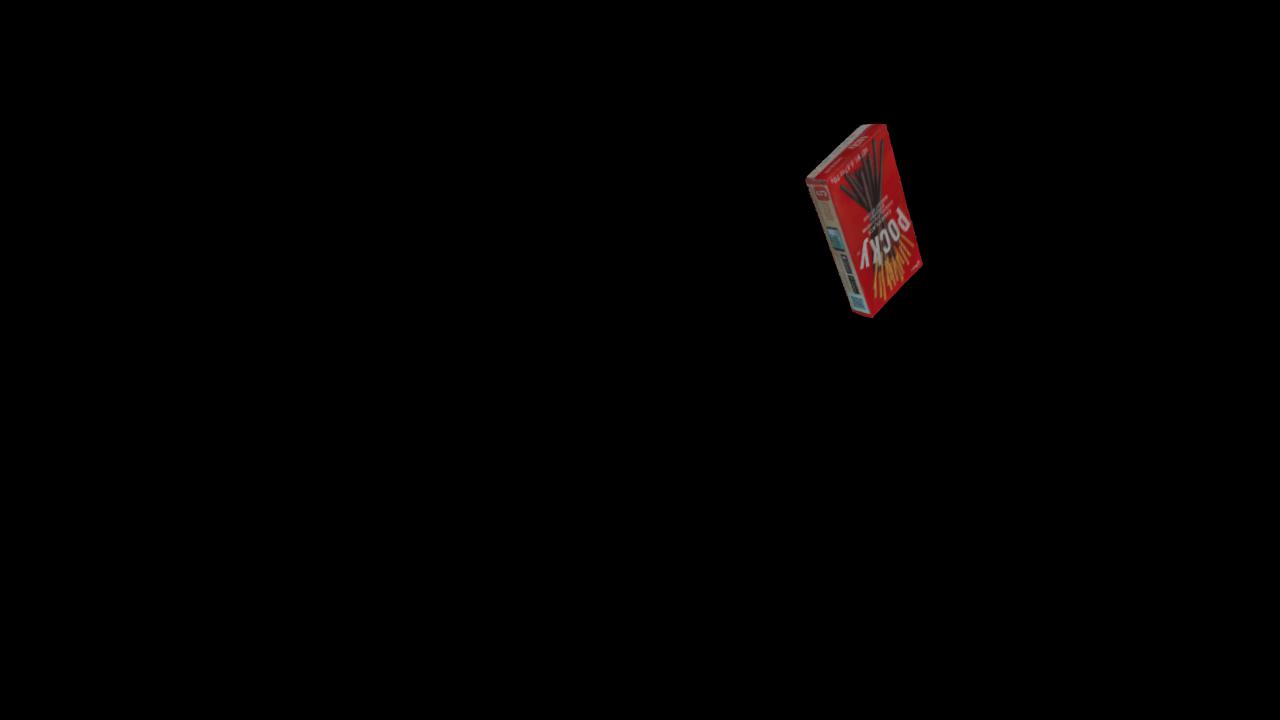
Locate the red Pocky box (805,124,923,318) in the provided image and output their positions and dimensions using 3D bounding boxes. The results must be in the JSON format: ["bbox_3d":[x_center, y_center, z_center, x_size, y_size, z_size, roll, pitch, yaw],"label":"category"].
[{"bbox_3d":[0.204,-0.121,0.549,0.083,0.155,0.028,-45,36,-15],"label":"red Pocky box"}]
